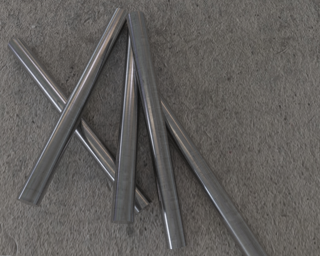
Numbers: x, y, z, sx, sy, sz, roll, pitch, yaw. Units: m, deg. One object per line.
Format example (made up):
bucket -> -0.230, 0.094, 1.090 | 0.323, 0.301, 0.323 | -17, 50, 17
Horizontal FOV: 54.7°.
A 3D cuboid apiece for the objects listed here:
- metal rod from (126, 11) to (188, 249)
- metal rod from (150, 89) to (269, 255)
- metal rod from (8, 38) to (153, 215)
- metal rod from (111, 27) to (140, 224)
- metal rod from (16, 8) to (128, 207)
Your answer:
metal rod -> -0.006, -0.007, 0.389 | 0.025, 0.025, 0.299 | -10, 78, -4
metal rod -> 0.059, 0.066, 0.384 | 0.025, 0.025, 0.299 | -29, 73, -10
metal rod -> -0.114, -0.012, 0.411 | 0.025, 0.025, 0.300 | -38, 74, -13
metal rod -> -0.038, -0.032, 0.403 | 0.025, 0.025, 0.299 | 1, 64, 0
metal rod -> -0.100, -0.046, 0.401 | 0.025, 0.025, 0.300 | 15, 62, 5
